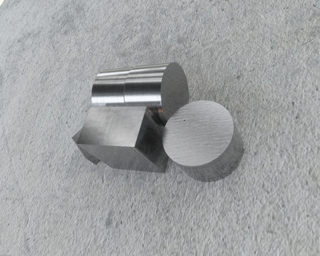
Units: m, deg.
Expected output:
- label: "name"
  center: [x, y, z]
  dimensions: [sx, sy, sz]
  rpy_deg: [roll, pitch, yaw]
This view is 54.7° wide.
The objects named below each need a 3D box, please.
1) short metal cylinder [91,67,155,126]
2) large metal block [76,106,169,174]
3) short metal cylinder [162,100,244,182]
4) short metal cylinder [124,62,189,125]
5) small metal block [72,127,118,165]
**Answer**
- label: "short metal cylinder"
  center: [-0.047, -0.042, 0.421]
  dimensions: [0.050, 0.080, 0.080]
  rpy_deg: [1, 62, 29]
- label: "large metal block"
  center: [-0.039, 0.016, 0.382]
  dimensions: [0.080, 0.080, 0.050]
  rpy_deg: [1, 62, 28]
- label: "short metal cylinder"
  center: [0.050, 0.016, 0.353]
  dimensions: [0.080, 0.050, 0.080]
  rpy_deg: [-13, 56, 21]
- label: "short metal cylinder"
  center: [-0.002, -0.042, 0.398]
  dimensions: [0.050, 0.080, 0.080]
  rpy_deg: [1, 62, 29]
- label: "small metal block"
  center: [-0.091, 0.016, 0.444]
  dimensions: [0.050, 0.025, 0.050]
  rpy_deg: [-44, 51, -3]
